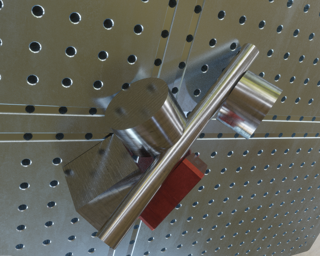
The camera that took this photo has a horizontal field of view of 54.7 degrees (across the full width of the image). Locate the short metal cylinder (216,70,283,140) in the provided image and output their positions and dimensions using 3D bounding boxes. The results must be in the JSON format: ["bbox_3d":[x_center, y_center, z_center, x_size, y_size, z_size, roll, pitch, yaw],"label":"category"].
[{"bbox_3d":[0.120,-0.031,0.418,0.080,0.050,0.080,-51,166,-17],"label":"short metal cylinder"}]

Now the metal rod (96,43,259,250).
[{"bbox_3d":[0.033,0.006,0.365,0.301,0.025,0.025,-51,132,-20],"label":"metal rod"}]

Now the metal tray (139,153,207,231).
[{"bbox_3d":[0.021,0.079,0.419,0.090,0.030,0.130,-48,171,6],"label":"metal tray"}]

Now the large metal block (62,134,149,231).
[{"bbox_3d":[-0.064,0.064,0.381,0.080,0.080,0.050,-34,129,-6],"label":"large metal block"}]

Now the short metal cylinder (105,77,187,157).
[{"bbox_3d":[-0.016,-0.013,0.360,0.080,0.080,0.050,-37,130,-4],"label":"short metal cylinder"}]
